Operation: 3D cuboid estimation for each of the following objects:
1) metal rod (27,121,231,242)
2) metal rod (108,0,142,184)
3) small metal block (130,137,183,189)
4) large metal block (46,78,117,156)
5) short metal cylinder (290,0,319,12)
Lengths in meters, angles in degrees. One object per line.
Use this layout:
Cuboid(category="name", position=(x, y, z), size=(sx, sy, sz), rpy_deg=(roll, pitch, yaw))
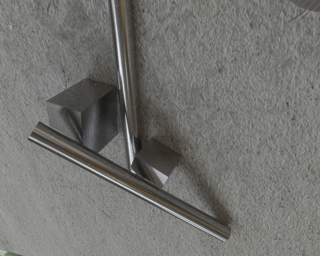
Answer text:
Cuboid(category="metal rod", position=(-0.024, 0.078, 0.403), size=(0.301, 0.025, 0.025), rpy_deg=(32, 132, -20))
Cuboid(category="metal rod", position=(-0.041, -0.046, 0.398), size=(0.025, 0.025, 0.298), rpy_deg=(11, 123, 22))
Cuboid(category="small metal block", position=(-0.005, 0.046, 0.420), size=(0.050, 0.050, 0.025), rpy_deg=(31, 128, 8))
Cuboid(category="large metal block", position=(-0.100, -0.011, 0.415), size=(0.050, 0.080, 0.079), rpy_deg=(17, 125, 18))
Cuboid(category="short metal cylinder", position=(0.133, -0.135, 0.237), size=(0.080, 0.050, 0.079), rpy_deg=(13, 124, 20))
